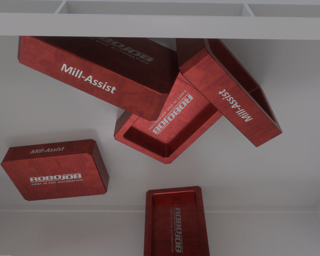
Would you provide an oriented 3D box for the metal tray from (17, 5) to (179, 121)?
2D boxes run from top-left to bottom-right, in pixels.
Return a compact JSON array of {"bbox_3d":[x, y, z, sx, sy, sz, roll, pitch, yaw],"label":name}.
[{"bbox_3d":[-0.048,-0.065,0.289,0.131,0.090,0.030,24,127,-1],"label":"metal tray"}]

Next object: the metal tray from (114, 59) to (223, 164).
[{"bbox_3d":[0.013,-0.016,0.391,0.090,0.030,0.129,29,124,-23],"label":"metal tray"}]

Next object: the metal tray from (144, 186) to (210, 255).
[{"bbox_3d":[0.024,0.151,0.469,0.090,0.130,0.030,-6,130,4],"label":"metal tray"}]

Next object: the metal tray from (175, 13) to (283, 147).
[{"bbox_3d":[0.071,-0.049,0.324,0.030,0.090,0.130,-36,122,26],"label":"metal tray"}]

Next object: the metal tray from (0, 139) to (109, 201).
[{"bbox_3d":[-0.150,0.065,0.459,0.131,0.030,0.089,-6,130,5],"label":"metal tray"}]
